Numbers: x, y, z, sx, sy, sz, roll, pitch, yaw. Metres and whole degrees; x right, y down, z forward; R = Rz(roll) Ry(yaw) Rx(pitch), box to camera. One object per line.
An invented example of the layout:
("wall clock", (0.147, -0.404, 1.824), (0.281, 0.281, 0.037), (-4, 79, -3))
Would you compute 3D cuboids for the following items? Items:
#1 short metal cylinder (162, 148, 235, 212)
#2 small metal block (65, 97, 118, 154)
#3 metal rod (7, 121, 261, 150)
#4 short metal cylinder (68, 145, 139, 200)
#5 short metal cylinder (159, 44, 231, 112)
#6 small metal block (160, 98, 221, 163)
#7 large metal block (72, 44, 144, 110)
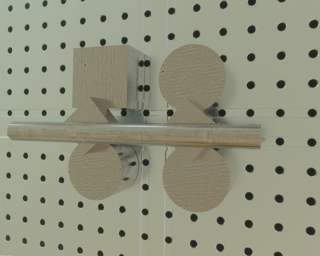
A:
("short metal cylinder", (0.049, 0.058, 0.382), (0.080, 0.050, 0.080), (0, 90, 20))
("small metal block", (-0.084, -0.003, 0.390), (0.050, 0.025, 0.050), (-42, 77, 15))
("metal rod", (-0.045, 0.006, 0.348), (0.301, 0.025, 0.025), (1, 90, 19))
("short metal cylinder", (-0.077, 0.054, 0.425), (0.080, 0.050, 0.080), (0, 90, 20))
("short metal cylinder", (0.045, -0.058, 0.384), (0.080, 0.050, 0.080), (0, 90, 20))
("small metal block", (0.035, 0.003, 0.347), (0.050, 0.025, 0.050), (42, 103, 15))
("large metal block", (-0.070, -0.066, 0.423), (0.080, 0.050, 0.080), (1, 91, 20))
